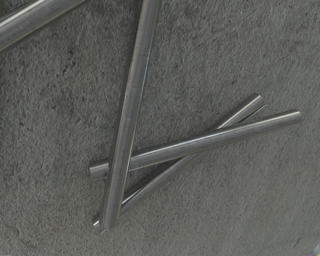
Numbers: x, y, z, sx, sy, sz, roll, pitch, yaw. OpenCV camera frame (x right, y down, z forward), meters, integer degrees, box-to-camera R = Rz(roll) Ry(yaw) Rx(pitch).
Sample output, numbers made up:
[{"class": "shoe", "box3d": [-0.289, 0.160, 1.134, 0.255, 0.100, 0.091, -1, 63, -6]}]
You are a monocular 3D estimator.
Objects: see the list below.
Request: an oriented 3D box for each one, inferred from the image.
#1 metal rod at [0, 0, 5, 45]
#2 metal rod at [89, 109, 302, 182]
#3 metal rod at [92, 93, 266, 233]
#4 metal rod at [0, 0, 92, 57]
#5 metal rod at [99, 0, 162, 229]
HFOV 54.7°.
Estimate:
[{"class": "metal rod", "box3d": [-0.179, -0.002, 0.307, 0.025, 0.025, 0.298, 3, 117, -30]}, {"class": "metal rod", "box3d": [0.056, 0.020, 0.424, 0.302, 0.025, 0.025, -14, 125, -11]}, {"class": "metal rod", "box3d": [0.030, 0.049, 0.452, 0.301, 0.025, 0.025, -37, 129, -3]}, {"class": "metal rod", "box3d": [-0.100, -0.100, 0.265, 0.301, 0.025, 0.025, -38, 130, -13]}, {"class": "metal rod", "box3d": [-0.036, -0.018, 0.352, 0.025, 0.025, 0.298, 2, 110, -30]}]
